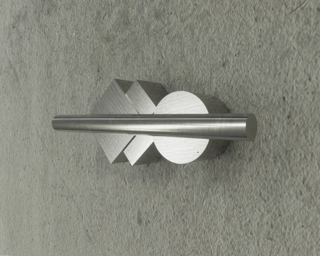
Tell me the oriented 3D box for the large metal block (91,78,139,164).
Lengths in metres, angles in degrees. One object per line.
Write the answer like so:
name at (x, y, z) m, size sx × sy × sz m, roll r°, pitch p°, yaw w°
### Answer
large metal block at (-0.046, -0.009, 0.426) m, size 0.080 × 0.050 × 0.080 m, roll -49°, pitch 61°, yaw 28°

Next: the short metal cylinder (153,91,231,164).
short metal cylinder at (0.037, -0.001, 0.359) m, size 0.080 × 0.050 × 0.080 m, roll 0°, pitch 90°, yaw 40°

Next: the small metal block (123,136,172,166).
small metal block at (-0.011, 0.021, 0.401) m, size 0.050 × 0.050 × 0.025 m, roll -50°, pitch 61°, yaw 28°

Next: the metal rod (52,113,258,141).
metal rod at (-0.035, -0.004, 0.367) m, size 0.300 × 0.025 × 0.025 m, roll 2°, pitch 91°, yaw 40°

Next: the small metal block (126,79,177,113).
small metal block at (-0.008, -0.033, 0.397) m, size 0.025 × 0.050 × 0.050 m, roll -50°, pitch 61°, yaw 28°
